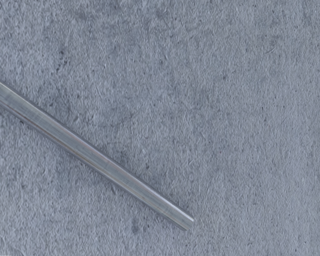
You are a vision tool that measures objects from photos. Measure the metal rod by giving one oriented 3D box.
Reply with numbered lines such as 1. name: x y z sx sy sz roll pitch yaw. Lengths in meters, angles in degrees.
1. metal rod: -0.076 0.040 0.380 0.301 0.025 0.025 38 78 -16
